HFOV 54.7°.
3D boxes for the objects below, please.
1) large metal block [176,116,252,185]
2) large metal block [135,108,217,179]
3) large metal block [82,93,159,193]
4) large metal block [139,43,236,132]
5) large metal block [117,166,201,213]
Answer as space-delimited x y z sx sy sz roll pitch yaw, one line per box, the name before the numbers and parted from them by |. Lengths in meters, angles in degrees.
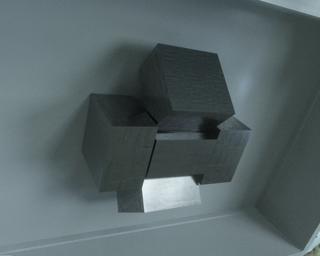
large metal block | 0.066 0.018 0.419 0.050 0.080 0.079 1 118 -29
large metal block | 0.009 0.016 0.386 0.081 0.080 0.050 1 118 -29
large metal block | -0.050 0.014 0.353 0.050 0.080 0.079 1 118 -29
large metal block | 0.029 -0.043 0.353 0.081 0.080 0.050 1 155 -29
large metal block | -0.005 0.081 0.410 0.081 0.080 0.050 0 77 -30
